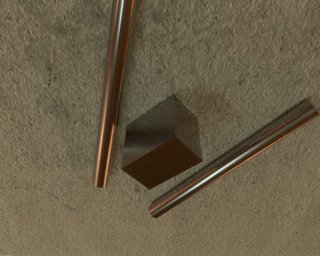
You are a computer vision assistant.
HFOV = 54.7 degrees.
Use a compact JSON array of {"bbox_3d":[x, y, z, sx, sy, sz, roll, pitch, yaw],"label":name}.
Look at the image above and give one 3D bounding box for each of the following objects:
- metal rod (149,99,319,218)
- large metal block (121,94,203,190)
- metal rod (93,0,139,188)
[{"bbox_3d":[0.092,0.058,0.457,0.025,0.025,0.299,35,122,-26],"label":"metal rod"},{"bbox_3d":[0.002,0.017,0.386,0.080,0.080,0.050,-32,123,24],"label":"large metal block"},{"bbox_3d":[-0.060,-0.029,0.381,0.025,0.025,0.298,9,130,-8],"label":"metal rod"}]
